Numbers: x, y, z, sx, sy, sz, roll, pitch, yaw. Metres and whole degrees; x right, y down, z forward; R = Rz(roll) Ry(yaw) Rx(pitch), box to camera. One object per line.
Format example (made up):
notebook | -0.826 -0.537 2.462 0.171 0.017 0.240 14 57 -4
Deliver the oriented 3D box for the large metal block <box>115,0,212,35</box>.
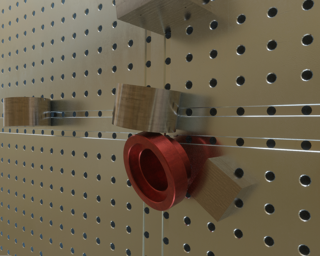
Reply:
large metal block | 0.003 -0.158 0.369 0.080 0.081 0.050 -11 83 39

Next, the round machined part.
round machined part | 0.000 0.048 0.383 0.098 0.042 0.097 27 127 43

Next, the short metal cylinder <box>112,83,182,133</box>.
short metal cylinder | -0.017 -0.026 0.385 0.080 0.081 0.050 13 98 39

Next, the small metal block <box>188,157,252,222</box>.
small metal block | 0.066 0.069 0.353 0.050 0.025 0.050 42 115 31

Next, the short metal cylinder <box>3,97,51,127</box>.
short metal cylinder | -0.244 -0.028 0.571 0.080 0.081 0.050 -2 89 39
